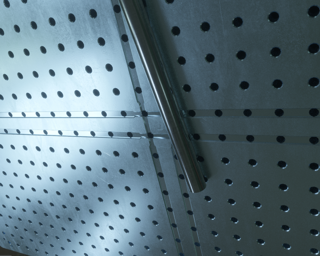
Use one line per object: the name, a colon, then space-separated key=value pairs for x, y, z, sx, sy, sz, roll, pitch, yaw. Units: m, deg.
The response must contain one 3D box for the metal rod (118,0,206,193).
metal rod: x=0.003 y=-0.047 z=0.380 sx=0.025 sy=0.025 sz=0.299 roll=-7 pitch=115 yaw=31
